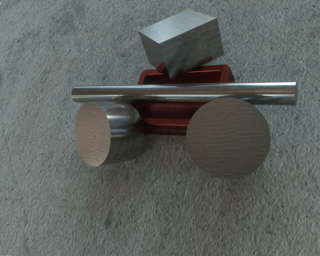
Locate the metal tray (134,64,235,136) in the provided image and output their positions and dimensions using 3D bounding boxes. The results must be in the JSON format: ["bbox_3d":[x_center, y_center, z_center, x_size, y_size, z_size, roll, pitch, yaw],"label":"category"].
[{"bbox_3d":[0.026,-0.036,0.411,0.130,0.030,0.090,2,63,29],"label":"metal tray"}]

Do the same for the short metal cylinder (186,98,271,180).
[{"bbox_3d":[0.069,0.012,0.325,0.080,0.050,0.080,-1,84,9],"label":"short metal cylinder"}]

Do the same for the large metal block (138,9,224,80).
[{"bbox_3d":[0.027,-0.116,0.418,0.080,0.050,0.080,-26,34,-9],"label":"large metal block"}]

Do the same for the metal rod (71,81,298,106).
[{"bbox_3d":[0.008,-0.043,0.389,0.300,0.025,0.025,3,63,29],"label":"metal rod"}]

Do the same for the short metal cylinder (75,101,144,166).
[{"bbox_3d":[-0.066,0.006,0.396,0.080,0.050,0.079,4,96,45],"label":"short metal cylinder"}]
